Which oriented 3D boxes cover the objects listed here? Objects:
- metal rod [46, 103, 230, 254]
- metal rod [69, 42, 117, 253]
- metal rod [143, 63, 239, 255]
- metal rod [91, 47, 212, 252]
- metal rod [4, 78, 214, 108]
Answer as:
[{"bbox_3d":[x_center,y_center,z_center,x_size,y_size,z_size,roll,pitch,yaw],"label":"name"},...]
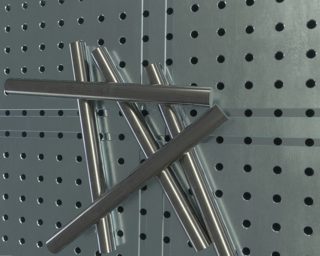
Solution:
[{"bbox_3d":[-0.039,0.073,0.398,0.300,0.025,0.025,-40,78,15],"label":"metal rod"},{"bbox_3d":[-0.097,0.025,0.445,0.025,0.025,0.298,-10,87,19],"label":"metal rod"},{"bbox_3d":[0.044,0.056,0.396,0.025,0.025,0.299,-24,82,18],"label":"metal rod"},{"bbox_3d":[-0.016,0.021,0.417,0.025,0.025,0.299,-32,80,17],"label":"metal rod"},{"bbox_3d":[-0.081,-0.049,0.413,0.301,0.025,0.025,5,92,19],"label":"metal rod"}]
